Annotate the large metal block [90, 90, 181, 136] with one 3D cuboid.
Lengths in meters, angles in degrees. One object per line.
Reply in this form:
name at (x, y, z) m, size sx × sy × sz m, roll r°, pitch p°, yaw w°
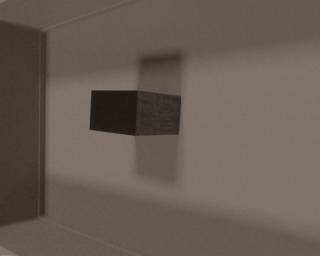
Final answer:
large metal block at (-0.031, -0.019, 0.394) m, size 0.080 × 0.081 × 0.050 m, roll 6°, pitch 94°, yaw 39°
